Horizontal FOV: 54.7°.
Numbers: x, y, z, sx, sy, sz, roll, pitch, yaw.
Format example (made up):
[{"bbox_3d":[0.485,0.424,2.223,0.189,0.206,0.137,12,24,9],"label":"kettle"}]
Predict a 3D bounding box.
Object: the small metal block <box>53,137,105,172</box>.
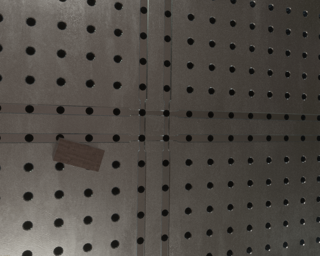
[{"bbox_3d":[-0.097,0.030,0.364,0.050,0.050,0.025,18,84,-20],"label":"small metal block"}]
